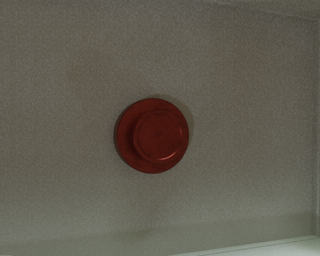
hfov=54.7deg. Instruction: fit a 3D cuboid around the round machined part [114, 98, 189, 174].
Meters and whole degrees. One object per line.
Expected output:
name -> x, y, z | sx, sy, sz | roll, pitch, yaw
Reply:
round machined part -> -0.007, 0.010, 0.396 | 0.099, 0.042, 0.097 | 0, 90, -21
